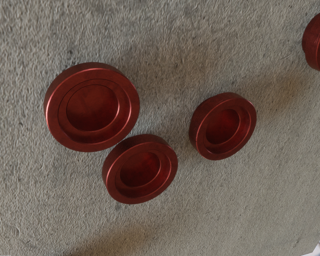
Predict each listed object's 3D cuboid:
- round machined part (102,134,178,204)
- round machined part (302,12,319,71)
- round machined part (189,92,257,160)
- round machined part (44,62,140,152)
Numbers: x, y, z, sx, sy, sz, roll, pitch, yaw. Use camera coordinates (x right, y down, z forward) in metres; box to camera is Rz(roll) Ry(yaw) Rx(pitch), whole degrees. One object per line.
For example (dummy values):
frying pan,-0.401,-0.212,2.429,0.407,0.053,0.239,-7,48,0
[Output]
round machined part,-0.029,0.050,0.411,0.099,0.042,0.097,-14,124,-21
round machined part,0.248,-0.132,0.449,0.099,0.042,0.097,-14,124,-21
round machined part,0.083,-0.006,0.437,0.099,0.042,0.097,-14,124,-21
round machined part,-0.075,-0.025,0.339,0.099,0.042,0.097,-14,124,-21
